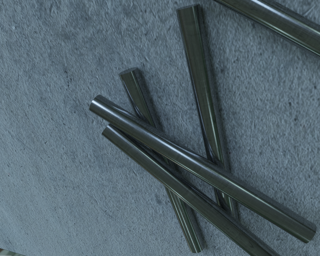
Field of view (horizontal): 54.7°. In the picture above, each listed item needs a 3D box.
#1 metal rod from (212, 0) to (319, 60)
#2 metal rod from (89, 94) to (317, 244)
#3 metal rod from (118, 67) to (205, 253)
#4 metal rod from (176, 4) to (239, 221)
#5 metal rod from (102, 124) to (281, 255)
[{"bbox_3d":[0.126,-0.090,0.284,0.301,0.025,0.025,32,129,7],"label":"metal rod"},{"bbox_3d":[0.045,0.045,0.376,0.301,0.025,0.025,31,128,8],"label":"metal rod"},{"bbox_3d":[0.010,0.059,0.438,0.025,0.025,0.299,-7,115,31],"label":"metal rod"},{"bbox_3d":[0.064,0.007,0.377,0.025,0.025,0.298,-1,118,29],"label":"metal rod"},{"bbox_3d":[0.048,0.094,0.405,0.300,0.025,0.025,39,129,1],"label":"metal rod"}]
